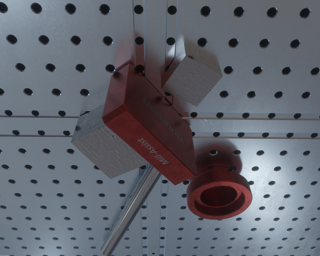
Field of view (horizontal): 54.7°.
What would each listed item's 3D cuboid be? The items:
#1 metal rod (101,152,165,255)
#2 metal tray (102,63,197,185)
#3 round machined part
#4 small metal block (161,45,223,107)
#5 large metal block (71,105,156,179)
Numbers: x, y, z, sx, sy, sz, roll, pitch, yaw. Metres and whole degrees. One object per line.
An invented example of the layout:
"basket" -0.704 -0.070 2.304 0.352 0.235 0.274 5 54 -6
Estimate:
"metal rod" -0.048 0.138 0.528 0.025 0.025 0.298 17 128 -15
"metal tray" -0.007 -0.003 0.366 0.030 0.090 0.130 -30 124 23
"round machined part" 0.091 0.099 0.486 0.099 0.042 0.097 -1 130 0
"small metal block" 0.036 -0.060 0.362 0.050 0.025 0.050 25 126 -20
"large metal block" -0.053 0.012 0.405 0.080 0.050 0.080 -24 126 19
